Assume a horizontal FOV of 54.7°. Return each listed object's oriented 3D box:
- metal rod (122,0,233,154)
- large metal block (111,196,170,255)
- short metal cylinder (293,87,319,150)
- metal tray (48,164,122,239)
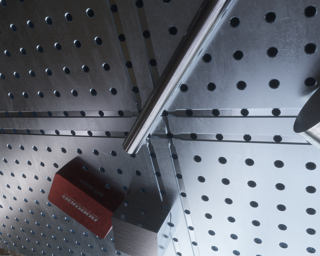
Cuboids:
[{"bbox_3d":[0.021,-0.069,0.356,0.025,0.025,0.298,36,129,4],"label":"metal rod"},{"bbox_3d":[-0.030,0.170,0.515,0.080,0.050,0.079,13,124,20],"label":"large metal block"},{"bbox_3d":[0.169,-0.012,0.279,0.050,0.080,0.080,37,129,3],"label":"short metal cylinder"},{"bbox_3d":[-0.135,0.134,0.559,0.130,0.030,0.089,34,129,5],"label":"metal tray"}]
